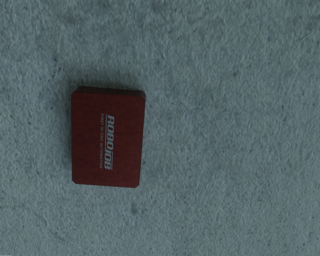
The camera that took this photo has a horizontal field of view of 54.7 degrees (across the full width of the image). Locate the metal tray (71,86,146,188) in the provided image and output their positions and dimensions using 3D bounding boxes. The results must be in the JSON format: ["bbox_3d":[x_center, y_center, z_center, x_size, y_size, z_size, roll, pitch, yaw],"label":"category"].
[{"bbox_3d":[-0.068,0.014,0.411,0.091,0.030,0.129,4,110,-2],"label":"metal tray"}]
